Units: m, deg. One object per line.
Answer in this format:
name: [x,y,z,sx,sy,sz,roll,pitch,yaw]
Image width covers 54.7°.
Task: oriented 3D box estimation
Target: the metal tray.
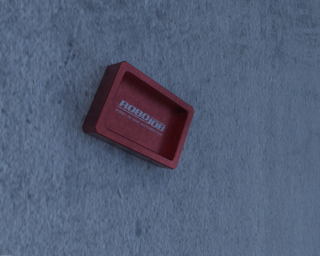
metal tray: [-0.020,-0.011,0.386,0.131,0.030,0.090,30,71,-36]
